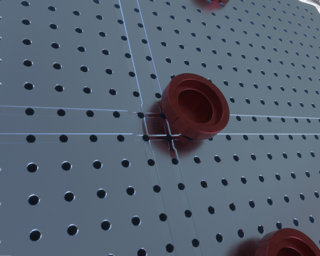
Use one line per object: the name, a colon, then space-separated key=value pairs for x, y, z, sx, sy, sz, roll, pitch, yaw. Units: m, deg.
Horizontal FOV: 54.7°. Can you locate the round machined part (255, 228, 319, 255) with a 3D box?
round machined part: x=0.154 y=0.176 z=0.375 sx=0.099 sy=0.042 sz=0.098 roll=14 pitch=56 yaw=-21

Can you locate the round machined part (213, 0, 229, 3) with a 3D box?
round machined part: x=0.122 y=-0.319 z=0.661 sx=0.099 sy=0.042 sz=0.098 roll=14 pitch=56 yaw=-21

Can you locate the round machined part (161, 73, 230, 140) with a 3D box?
round machined part: x=0.046 y=-0.026 z=0.440 sx=0.099 sy=0.042 sz=0.098 roll=14 pitch=56 yaw=-21
